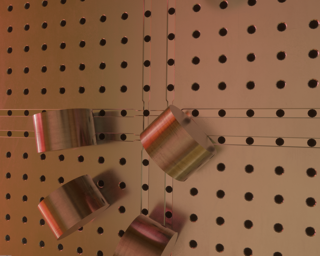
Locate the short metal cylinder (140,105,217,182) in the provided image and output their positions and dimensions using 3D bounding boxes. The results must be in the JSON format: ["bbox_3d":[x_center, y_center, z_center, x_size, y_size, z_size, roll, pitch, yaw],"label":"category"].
[{"bbox_3d":[0.022,0.018,0.375,0.050,0.080,0.080,-44,77,15],"label":"short metal cylinder"}]

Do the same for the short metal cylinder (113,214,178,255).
[{"bbox_3d":[-0.019,0.157,0.390,0.050,0.080,0.080,24,98,18],"label":"short metal cylinder"}]

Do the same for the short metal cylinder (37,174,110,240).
[{"bbox_3d":[-0.117,0.108,0.425,0.080,0.080,0.050,-40,78,16],"label":"short metal cylinder"}]

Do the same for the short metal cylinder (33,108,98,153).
[{"bbox_3d":[-0.131,0.004,0.429,0.080,0.080,0.050,-9,87,20],"label":"short metal cylinder"}]
